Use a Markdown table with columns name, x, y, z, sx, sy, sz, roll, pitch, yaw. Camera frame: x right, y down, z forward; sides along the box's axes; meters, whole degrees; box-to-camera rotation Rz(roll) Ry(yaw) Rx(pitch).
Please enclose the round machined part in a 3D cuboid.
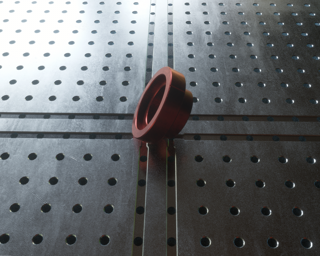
| name | x | y | z | sx | sy | sz | roll | pitch | yaw |
| --- | --- | --- | --- | --- | --- | --- | --- | --- | --- |
| round machined part | 0.006 | -0.025 | 0.394 | 0.042 | 0.098 | 0.098 | 23 | 47 | -21 |
